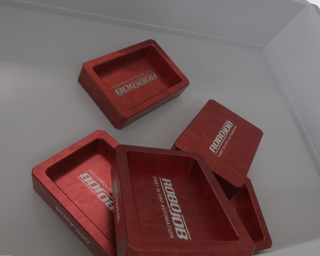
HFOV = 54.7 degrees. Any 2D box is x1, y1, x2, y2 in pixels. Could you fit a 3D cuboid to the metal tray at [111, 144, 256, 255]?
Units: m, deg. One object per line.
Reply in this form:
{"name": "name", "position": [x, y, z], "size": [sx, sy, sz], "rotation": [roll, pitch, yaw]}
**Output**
{"name": "metal tray", "position": [0.009, 0.062, 0.260], "size": [0.091, 0.030, 0.130], "rotation": [7, 25, -16]}

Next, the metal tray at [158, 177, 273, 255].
{"name": "metal tray", "position": [0.063, 0.109, 0.369], "size": [0.131, 0.030, 0.090], "rotation": [1, 61, -28]}

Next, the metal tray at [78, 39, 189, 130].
{"name": "metal tray", "position": [-0.032, -0.065, 0.424], "size": [0.131, 0.030, 0.090], "rotation": [-33, 80, -38]}

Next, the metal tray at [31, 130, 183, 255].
{"name": "metal tray", "position": [-0.051, 0.068, 0.310], "size": [0.130, 0.030, 0.091], "rotation": [39, 49, 19]}

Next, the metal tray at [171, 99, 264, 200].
{"name": "metal tray", "position": [0.077, 0.022, 0.405], "size": [0.090, 0.030, 0.131], "rotation": [34, 40, 8]}
